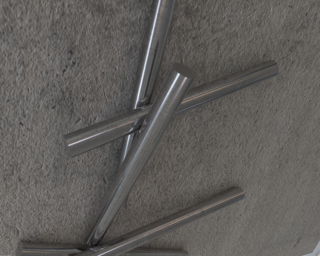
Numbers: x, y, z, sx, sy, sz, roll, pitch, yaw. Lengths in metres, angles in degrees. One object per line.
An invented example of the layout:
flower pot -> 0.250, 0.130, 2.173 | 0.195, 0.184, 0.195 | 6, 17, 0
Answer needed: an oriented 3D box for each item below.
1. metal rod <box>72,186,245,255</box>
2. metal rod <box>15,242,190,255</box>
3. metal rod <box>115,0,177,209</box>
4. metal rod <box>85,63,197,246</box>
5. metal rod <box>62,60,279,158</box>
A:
metal rod -> 0.013, 0.153, 0.491 | 0.302, 0.025, 0.025 | -15, 125, -26
metal rod -> -0.069, 0.202, 0.493 | 0.302, 0.025, 0.025 | 19, 108, -36
metal rod -> -0.024, -0.024, 0.378 | 0.025, 0.025, 0.298 | 0, 118, -29
metal rod -> -0.037, 0.054, 0.372 | 0.025, 0.025, 0.298 | 5, 131, -31
metal rod -> 0.032, -0.033, 0.378 | 0.302, 0.025, 0.025 | -22, 127, -25
